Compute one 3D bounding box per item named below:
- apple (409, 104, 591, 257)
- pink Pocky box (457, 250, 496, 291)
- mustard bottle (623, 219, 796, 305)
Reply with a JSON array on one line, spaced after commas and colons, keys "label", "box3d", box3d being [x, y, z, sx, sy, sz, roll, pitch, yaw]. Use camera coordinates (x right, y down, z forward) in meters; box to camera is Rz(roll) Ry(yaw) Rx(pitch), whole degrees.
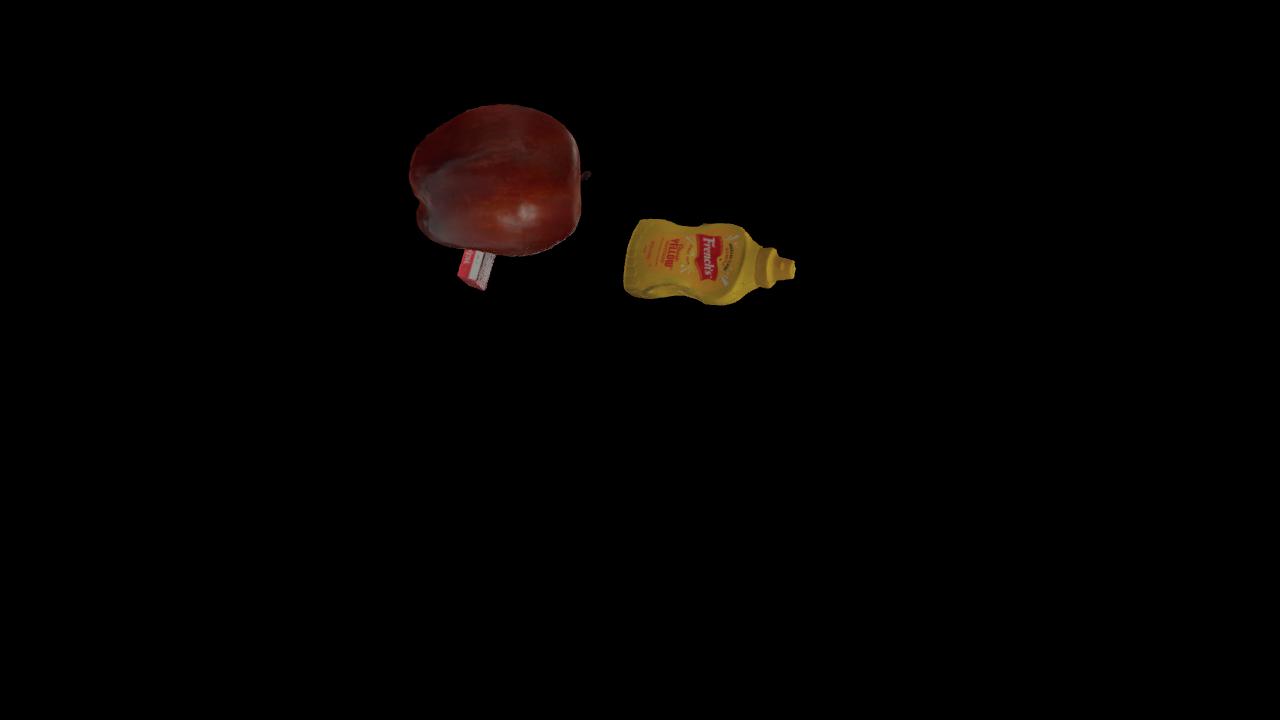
[{"label": "apple", "box3d": [-0.072, -0.093, 0.327, 0.093, 0.079, 0.079, -8, 2, -12]}, {"label": "pink Pocky box", "box3d": [-0.226, -0.146, 0.871, 0.029, 0.084, 0.155, 17, -1, -10]}, {"label": "mustard bottle", "box3d": [0.076, -0.104, 0.665, 0.184, 0.092, 0.054, 9, -16, 25]}]
